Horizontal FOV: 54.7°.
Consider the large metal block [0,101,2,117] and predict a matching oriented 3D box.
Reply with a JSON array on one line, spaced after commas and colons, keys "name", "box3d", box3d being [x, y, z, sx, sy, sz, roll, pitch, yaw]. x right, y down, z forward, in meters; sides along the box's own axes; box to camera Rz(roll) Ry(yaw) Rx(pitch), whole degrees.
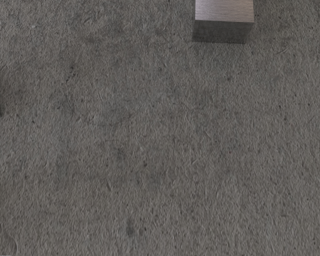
[{"name": "large metal block", "box3d": [-0.267, -0.050, 0.411, 0.081, 0.050, 0.080, -15, 71, -5]}]

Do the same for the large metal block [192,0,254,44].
[{"name": "large metal block", "box3d": [0.091, -0.175, 0.459, 0.080, 0.050, 0.080, 3, 70, 1]}]
